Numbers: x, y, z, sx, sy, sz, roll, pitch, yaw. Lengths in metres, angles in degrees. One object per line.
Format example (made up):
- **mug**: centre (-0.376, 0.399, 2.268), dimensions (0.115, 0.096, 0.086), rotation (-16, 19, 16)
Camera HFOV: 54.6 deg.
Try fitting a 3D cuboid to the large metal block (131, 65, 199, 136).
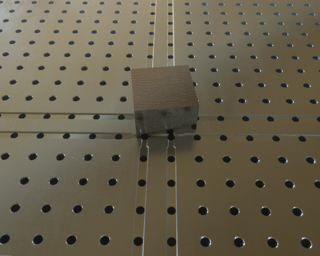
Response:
- **large metal block**: centre (0.004, -0.038, 0.424), dimensions (0.080, 0.050, 0.080), rotation (-5, 50, -4)
